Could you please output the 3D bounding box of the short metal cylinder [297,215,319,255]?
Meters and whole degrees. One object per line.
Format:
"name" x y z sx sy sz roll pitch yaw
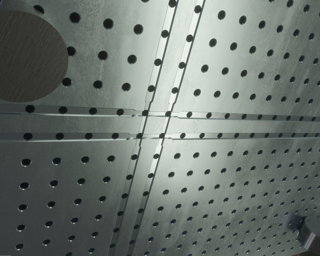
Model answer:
"short metal cylinder" 0.383 0.259 0.750 0.081 0.080 0.050 -4 120 -27

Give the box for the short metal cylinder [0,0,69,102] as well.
"short metal cylinder" -0.129 -0.070 0.282 0.081 0.050 0.079 -14 125 -21
